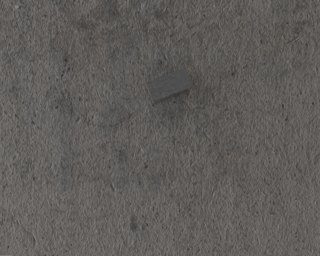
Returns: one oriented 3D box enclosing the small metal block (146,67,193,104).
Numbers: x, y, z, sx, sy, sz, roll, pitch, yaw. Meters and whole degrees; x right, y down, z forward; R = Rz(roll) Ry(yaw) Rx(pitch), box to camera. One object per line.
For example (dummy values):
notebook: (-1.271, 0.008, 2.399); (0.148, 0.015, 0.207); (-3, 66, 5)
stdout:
small metal block: (0.012, -0.053, 0.398); (0.050, 0.050, 0.025); (-21, 90, 0)
